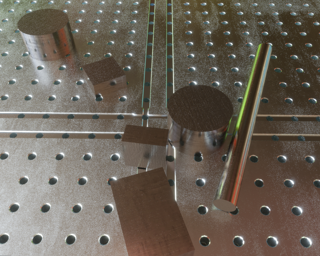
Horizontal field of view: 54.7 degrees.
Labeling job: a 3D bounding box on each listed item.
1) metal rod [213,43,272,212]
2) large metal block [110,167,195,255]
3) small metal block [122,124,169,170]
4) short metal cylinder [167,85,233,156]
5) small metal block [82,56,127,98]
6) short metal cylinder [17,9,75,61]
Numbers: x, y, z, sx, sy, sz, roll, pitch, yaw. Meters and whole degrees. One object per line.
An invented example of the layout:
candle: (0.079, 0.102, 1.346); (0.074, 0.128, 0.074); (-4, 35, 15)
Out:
metal rod: (0.122, -0.023, 0.427); (0.025, 0.025, 0.301); (16, 52, 13)
large metal block: (-0.009, 0.097, 0.290); (0.050, 0.080, 0.080); (-14, 52, -11)
small metal block: (-0.016, 0.024, 0.371); (0.050, 0.050, 0.025); (6, 51, 5)
short metal cylinder: (0.050, -0.010, 0.400); (0.080, 0.050, 0.080); (0, 50, 0)
small metal block: (-0.085, -0.078, 0.473); (0.050, 0.025, 0.050); (-22, 54, -18)
short metal cylinder: (-0.190, -0.157, 0.522); (0.080, 0.050, 0.080); (0, 50, 0)
